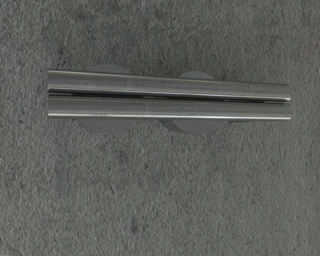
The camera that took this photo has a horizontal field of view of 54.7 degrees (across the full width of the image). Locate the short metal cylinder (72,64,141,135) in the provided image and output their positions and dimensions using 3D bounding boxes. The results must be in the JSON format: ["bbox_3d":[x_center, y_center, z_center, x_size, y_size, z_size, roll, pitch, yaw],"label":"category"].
[{"bbox_3d":[-0.066,-0.033,0.372,0.081,0.050,0.080,0,90,-20],"label":"short metal cylinder"}]

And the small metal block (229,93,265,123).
[{"bbox_3d":[0.123,-0.033,0.444,0.025,0.050,0.050,-2,90,-20],"label":"small metal block"}]

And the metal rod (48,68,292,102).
[{"bbox_3d":[0.028,-0.048,0.367,0.302,0.025,0.025,0,90,-20],"label":"metal rod"}]

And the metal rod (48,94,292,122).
[{"bbox_3d":[0.028,-0.022,0.367,0.302,0.025,0.025,0,90,-20],"label":"metal rod"}]

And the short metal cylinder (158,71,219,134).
[{"bbox_3d":[0.038,-0.032,0.412,0.081,0.050,0.080,0,90,-20],"label":"short metal cylinder"}]
